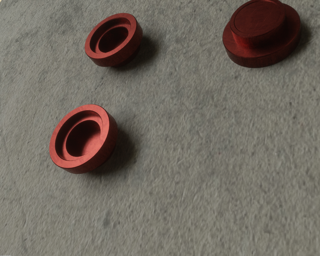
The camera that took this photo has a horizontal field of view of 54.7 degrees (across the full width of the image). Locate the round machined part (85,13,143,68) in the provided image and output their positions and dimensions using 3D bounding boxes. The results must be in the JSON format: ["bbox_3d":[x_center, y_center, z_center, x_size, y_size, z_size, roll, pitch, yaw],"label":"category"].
[{"bbox_3d":[-0.072,-0.140,0.515,0.098,0.042,0.098,-13,56,20],"label":"round machined part"}]

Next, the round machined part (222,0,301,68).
[{"bbox_3d":[0.130,-0.130,0.404,0.098,0.042,0.098,-13,56,20],"label":"round machined part"}]

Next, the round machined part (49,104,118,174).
[{"bbox_3d":[-0.101,0.019,0.433,0.098,0.042,0.098,-13,56,20],"label":"round machined part"}]
